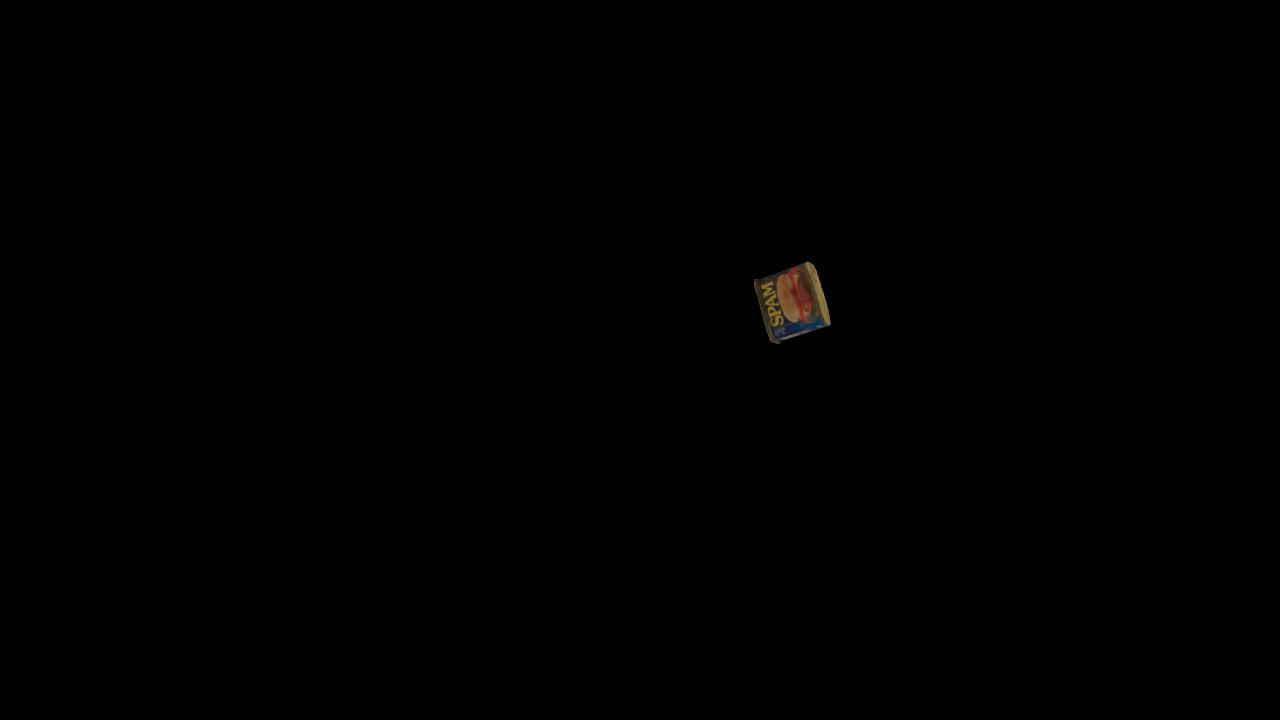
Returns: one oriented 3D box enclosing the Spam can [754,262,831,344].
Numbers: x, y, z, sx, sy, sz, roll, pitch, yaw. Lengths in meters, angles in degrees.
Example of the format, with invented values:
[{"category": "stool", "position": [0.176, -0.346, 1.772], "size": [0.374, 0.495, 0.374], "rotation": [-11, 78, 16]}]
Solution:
[{"category": "Spam can", "position": [0.227, -0.085, 0.912], "size": [0.085, 0.101, 0.058], "rotation": [-18, -12, 28]}]
